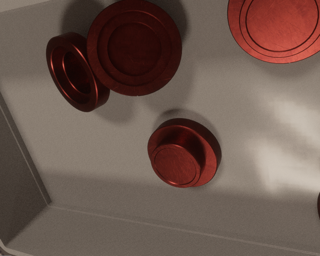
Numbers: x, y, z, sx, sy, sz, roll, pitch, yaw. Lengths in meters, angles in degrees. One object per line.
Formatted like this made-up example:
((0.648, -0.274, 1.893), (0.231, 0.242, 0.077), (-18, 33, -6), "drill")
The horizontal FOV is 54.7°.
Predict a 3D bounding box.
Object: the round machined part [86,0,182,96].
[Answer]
((-0.028, -0.086, 0.339), (0.099, 0.042, 0.097), (-2, 104, -6), "round machined part")

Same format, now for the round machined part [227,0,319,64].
((0.108, -0.101, 0.272), (0.098, 0.042, 0.097), (14, 130, 17), "round machined part")

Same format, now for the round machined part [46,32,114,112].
((-0.096, -0.073, 0.390), (0.098, 0.042, 0.097), (27, 135, 31), "round machined part")

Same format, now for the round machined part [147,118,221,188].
((0.027, 0.040, 0.407), (0.098, 0.042, 0.097), (13, 124, 20), "round machined part")

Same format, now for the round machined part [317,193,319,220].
((0.197, 0.088, 0.309), (0.042, 0.098, 0.097), (-8, 120, -6), "round machined part")
